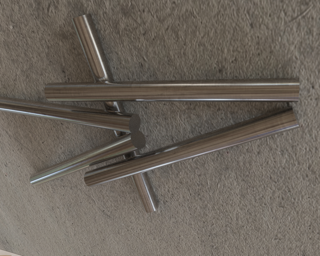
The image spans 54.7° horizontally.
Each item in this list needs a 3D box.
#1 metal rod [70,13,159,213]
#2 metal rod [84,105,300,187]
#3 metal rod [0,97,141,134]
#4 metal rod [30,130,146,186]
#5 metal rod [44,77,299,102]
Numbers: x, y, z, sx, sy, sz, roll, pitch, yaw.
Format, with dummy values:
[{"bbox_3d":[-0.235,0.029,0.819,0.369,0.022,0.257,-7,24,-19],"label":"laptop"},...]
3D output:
[{"bbox_3d":[-0.055,-0.005,0.433,0.025,0.025,0.298,-3,117,29],"label":"metal rod"},{"bbox_3d":[0.019,0.032,0.397,0.300,0.025,0.025,-20,108,28],"label":"metal rod"},{"bbox_3d":[-0.160,-0.025,0.457,0.300,0.025,0.025,9,122,30],"label":"metal rod"},{"bbox_3d":[-0.132,0.056,0.492,0.299,0.025,0.025,-22,107,41],"label":"metal rod"},{"bbox_3d":[-0.003,-0.043,0.361,0.301,0.025,0.025,2,120,19],"label":"metal rod"}]
